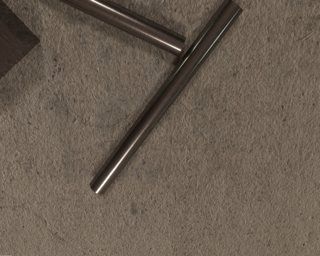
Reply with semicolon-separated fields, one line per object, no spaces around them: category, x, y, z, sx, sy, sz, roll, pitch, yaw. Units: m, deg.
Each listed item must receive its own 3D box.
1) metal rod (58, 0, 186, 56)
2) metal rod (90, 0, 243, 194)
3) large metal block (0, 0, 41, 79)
metal rod;-0.111;-0.157;0.350;0.302;0.025;0.025;23;108;-9
metal rod;-0.001;-0.029;0.399;0.025;0.025;0.299;34;106;-12
large metal block;-0.204;-0.103;0.356;0.080;0.050;0.080;-38;106;12
